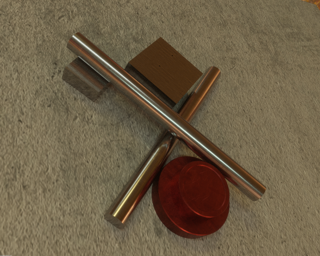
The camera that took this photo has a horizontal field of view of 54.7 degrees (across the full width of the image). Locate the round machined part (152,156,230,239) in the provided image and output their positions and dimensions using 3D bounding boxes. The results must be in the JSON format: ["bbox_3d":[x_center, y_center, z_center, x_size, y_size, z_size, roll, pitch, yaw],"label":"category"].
[{"bbox_3d":[0.043,0.078,0.371,0.099,0.042,0.098,14,56,-21],"label":"round machined part"}]

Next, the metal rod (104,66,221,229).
[{"bbox_3d":[0.021,0.003,0.418,0.025,0.025,0.301,38,51,-3],"label":"metal rod"}]

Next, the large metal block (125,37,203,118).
[{"bbox_3d":[0.000,-0.068,0.434,0.080,0.050,0.080,41,51,-1],"label":"large metal block"}]

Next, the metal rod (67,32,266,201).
[{"bbox_3d":[0.009,-0.013,0.387,0.300,0.025,0.025,40,51,-2],"label":"metal rod"}]

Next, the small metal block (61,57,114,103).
[{"bbox_3d":[-0.089,-0.069,0.401,0.050,0.025,0.050,37,51,-4],"label":"small metal block"}]
